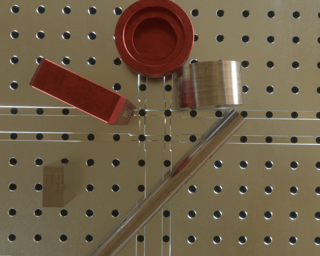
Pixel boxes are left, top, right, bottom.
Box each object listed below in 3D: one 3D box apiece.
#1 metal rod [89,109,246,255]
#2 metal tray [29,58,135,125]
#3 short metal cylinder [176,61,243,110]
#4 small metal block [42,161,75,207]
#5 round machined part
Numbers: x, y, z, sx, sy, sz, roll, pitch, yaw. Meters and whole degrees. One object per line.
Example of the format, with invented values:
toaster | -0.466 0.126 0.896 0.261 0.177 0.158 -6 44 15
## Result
metal rod | 0.001 0.091 0.413 0.025 0.025 0.300 44 90 -1
metal tray | -0.080 -0.036 0.360 0.090 0.130 0.030 26 90 -1
short metal cylinder | 0.062 -0.051 0.387 0.081 0.080 0.050 -3 90 -1
small metal block | -0.129 0.071 0.399 0.025 0.050 0.050 1 90 0
round machined part | -0.007 -0.114 0.404 0.099 0.042 0.097 0 88 0
